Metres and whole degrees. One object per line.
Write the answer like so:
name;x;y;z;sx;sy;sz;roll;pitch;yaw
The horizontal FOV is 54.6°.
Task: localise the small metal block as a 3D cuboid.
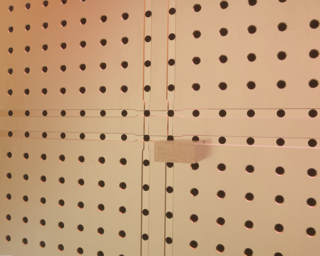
small metal block;0.025;0.028;0.391;0.050;0.050;0.025;1;90;20
